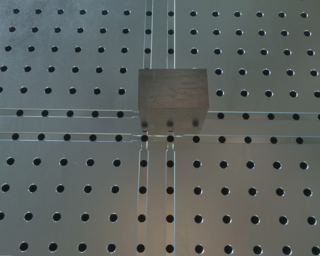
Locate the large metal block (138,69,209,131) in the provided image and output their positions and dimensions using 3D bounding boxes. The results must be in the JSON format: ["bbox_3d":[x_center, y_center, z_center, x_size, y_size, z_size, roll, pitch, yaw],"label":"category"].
[{"bbox_3d":[0.015,-0.033,0.395,0.080,0.080,0.050,0,70,0],"label":"large metal block"}]
